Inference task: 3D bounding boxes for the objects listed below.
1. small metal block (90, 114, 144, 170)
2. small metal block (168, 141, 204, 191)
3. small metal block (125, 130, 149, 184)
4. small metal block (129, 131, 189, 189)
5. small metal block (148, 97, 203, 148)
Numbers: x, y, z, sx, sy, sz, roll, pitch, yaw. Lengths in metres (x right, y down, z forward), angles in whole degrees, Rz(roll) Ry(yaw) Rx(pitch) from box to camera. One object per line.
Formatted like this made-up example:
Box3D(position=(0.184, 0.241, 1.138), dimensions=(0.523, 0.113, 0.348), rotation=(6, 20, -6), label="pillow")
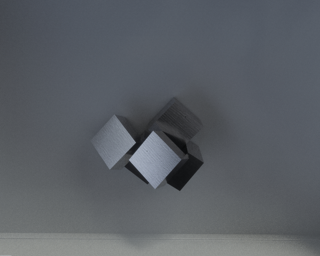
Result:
Box3D(position=(-0.055, 0.019, 0.403), dimensions=(0.050, 0.025, 0.050), rotation=(-46, 66, 15), label="small metal block")
Box3D(position=(0.030, 0.047, 0.414), dimensions=(0.025, 0.050, 0.050), rotation=(34, 106, -12), label="small metal block")
Box3D(position=(-0.019, 0.040, 0.424), dimensions=(0.050, 0.025, 0.050), rotation=(40, 105, -14), label="small metal block")
Box3D(position=(-0.002, 0.039, 0.384), dimensions=(0.050, 0.025, 0.050), rotation=(45, 106, 20), label="small metal block")
Box3D(position=(0.020, -0.004, 0.408), dimensions=(0.050, 0.025, 0.050), rotation=(40, 105, -14), label="small metal block")
